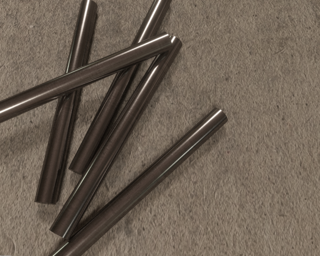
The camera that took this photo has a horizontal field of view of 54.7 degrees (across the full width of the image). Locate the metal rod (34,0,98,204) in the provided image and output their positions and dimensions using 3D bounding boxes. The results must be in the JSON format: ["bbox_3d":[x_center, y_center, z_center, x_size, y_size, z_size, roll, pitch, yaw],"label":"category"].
[{"bbox_3d":[-0.123,-0.049,0.424,0.025,0.025,0.299,6,70,2],"label":"metal rod"}]

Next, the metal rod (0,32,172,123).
[{"bbox_3d":[-0.123,-0.056,0.399,0.302,0.025,0.025,-25,72,-9],"label":"metal rod"}]

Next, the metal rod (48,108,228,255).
[{"bbox_3d":[-0.029,0.078,0.379,0.301,0.025,0.025,-41,75,-14],"label":"metal rod"}]

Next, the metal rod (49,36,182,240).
[{"bbox_3d":[-0.046,-0.003,0.401,0.025,0.025,0.300,25,69,8],"label":"metal rod"}]

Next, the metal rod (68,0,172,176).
[{"bbox_3d":[-0.048,-0.075,0.434,0.025,0.025,0.300,21,71,7],"label":"metal rod"}]
